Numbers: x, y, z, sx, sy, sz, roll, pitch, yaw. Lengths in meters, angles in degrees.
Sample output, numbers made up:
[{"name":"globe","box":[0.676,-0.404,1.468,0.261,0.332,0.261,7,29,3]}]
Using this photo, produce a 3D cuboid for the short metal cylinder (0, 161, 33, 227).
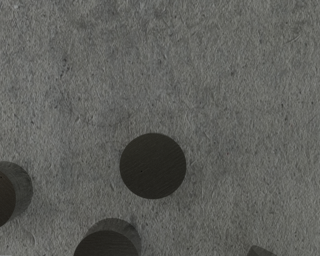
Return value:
[{"name":"short metal cylinder","box":[-0.213,0.085,0.396,0.081,0.050,0.080,0,90,0]}]

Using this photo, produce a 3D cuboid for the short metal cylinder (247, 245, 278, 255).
[{"name":"short metal cylinder","box":[0.139,0.191,0.383,0.080,0.080,0.050,28,90,0]}]

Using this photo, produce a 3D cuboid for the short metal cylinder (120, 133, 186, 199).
[{"name":"short metal cylinder","box":[-0.008,0.046,0.397,0.081,0.050,0.080,0,90,0]}]

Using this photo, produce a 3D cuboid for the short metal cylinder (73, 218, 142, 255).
[{"name":"short metal cylinder","box":[-0.065,0.163,0.397,0.081,0.050,0.080,0,90,0]}]
